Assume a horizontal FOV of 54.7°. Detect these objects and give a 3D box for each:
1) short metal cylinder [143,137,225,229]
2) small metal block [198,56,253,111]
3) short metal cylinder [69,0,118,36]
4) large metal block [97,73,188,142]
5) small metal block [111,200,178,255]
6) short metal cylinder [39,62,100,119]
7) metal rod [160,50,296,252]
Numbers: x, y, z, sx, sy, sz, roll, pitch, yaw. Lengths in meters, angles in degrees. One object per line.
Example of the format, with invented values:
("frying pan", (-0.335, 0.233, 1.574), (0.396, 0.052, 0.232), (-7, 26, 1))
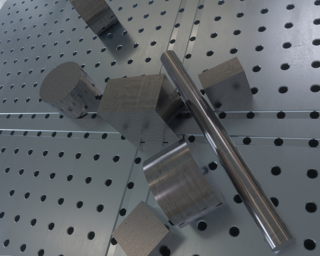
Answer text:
("short metal cylinder", (0.025, 0.056, 0.325), (0.050, 0.080, 0.080), (-32, 52, 8))
("small metal block", (0.081, -0.053, 0.382), (0.050, 0.050, 0.025), (-24, 53, 13))
("short metal cylinder", (-0.122, -0.218, 0.571), (0.050, 0.080, 0.080), (-37, 51, 4))
("large metal block", (-0.019, -0.022, 0.396), (0.080, 0.080, 0.050), (-1, 62, 28))
("small metal block", (-0.017, 0.119, 0.345), (0.050, 0.025, 0.050), (-47, 51, -5))
("short metal cylinder", (-0.148, -0.061, 0.508), (0.080, 0.050, 0.080), (-13, 56, 21))
("metal rod", (0.063, 0.000, 0.375), (0.025, 0.025, 0.300), (-31, 52, 8))
